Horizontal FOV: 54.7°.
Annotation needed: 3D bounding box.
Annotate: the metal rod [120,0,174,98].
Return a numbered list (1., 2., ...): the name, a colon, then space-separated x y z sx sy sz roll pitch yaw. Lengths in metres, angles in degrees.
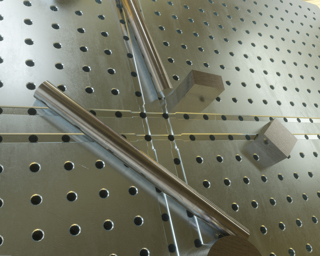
1. metal rod: -0.042 -0.181 0.495 0.025 0.025 0.299 -7 65 -31

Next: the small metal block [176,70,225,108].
1. small metal block: 0.058 -0.057 0.458 0.050 0.050 0.025 7 59 -25

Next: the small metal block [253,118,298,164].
1. small metal block: 0.185 0.020 0.496 0.050 0.025 0.050 45 51 3

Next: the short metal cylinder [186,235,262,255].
1. short metal cylinder: 0.069 0.161 0.331 0.081 0.050 0.080 14 56 -21

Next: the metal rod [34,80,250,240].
1. metal rod: -0.019 0.045 0.370 0.301 0.025 0.025 37 51 -4
